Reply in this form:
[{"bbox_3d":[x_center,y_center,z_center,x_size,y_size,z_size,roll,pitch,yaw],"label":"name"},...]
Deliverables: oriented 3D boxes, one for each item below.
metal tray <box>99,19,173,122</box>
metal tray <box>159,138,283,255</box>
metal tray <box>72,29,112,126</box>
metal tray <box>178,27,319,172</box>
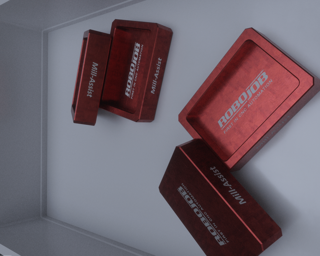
[{"bbox_3d":[-0.038,-0.081,0.435,0.090,0.030,0.129,21,103,38],"label":"metal tray"},{"bbox_3d":[0.056,0.086,0.336,0.130,0.030,0.089,50,142,28],"label":"metal tray"},{"bbox_3d":[-0.106,-0.077,0.463,0.090,0.030,0.129,-141,62,-67],"label":"metal tray"},{"bbox_3d":[0.088,-0.027,0.330,0.090,0.030,0.129,52,120,27],"label":"metal tray"}]
